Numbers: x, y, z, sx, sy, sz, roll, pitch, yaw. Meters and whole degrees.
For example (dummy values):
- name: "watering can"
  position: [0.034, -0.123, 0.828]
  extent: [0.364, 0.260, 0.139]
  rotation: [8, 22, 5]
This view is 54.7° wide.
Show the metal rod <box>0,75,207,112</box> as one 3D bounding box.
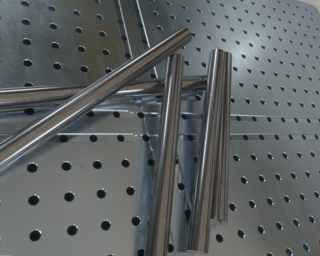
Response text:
- name: "metal rod"
  position: [-0.051, -0.051, 0.412]
  extent: [0.303, 0.025, 0.025]
  rotation: [-10, 67, -33]

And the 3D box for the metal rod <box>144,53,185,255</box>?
- name: "metal rod"
  position: [0.007, 0.032, 0.375]
  extent: [0.025, 0.025, 0.299]
  rotation: [17, 60, -19]

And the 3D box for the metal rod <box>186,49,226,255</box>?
- name: "metal rod"
  position: [0.067, 0.011, 0.420]
  extent: [0.025, 0.025, 0.300]
  rotation: [21, 60, -17]

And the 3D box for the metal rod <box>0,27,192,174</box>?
- name: "metal rod"
  position: [-0.064, -0.049, 0.373]
  extent: [0.025, 0.025, 0.302]
  rotation: [47, 61, 4]

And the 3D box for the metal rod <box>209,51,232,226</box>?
- name: "metal rod"
  position: [0.092, -0.006, 0.463]
  extent: [0.025, 0.025, 0.300]
  rotation: [22, 53, -16]
